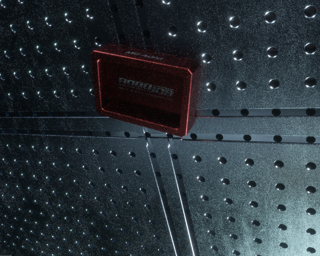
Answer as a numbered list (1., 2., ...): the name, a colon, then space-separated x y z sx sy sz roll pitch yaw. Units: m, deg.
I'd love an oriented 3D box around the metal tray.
1. metal tray: -0.020 -0.048 0.387 0.130 0.030 0.089 15 125 19
